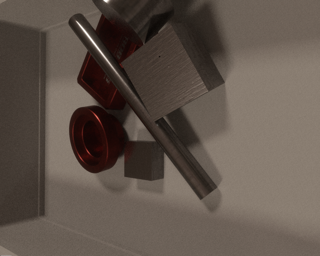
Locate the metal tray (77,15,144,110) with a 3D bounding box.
[{"bbox_3d":[-0.067,-0.103,0.456,0.090,0.030,0.129,41,115,32],"label":"metal tray"}]

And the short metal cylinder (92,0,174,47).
[{"bbox_3d":[-0.031,-0.137,0.346,0.050,0.080,0.080,-48,58,-1],"label":"short metal cylinder"}]

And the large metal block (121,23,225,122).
[{"bbox_3d":[0.015,-0.065,0.362,0.080,0.050,0.080,-29,91,36],"label":"large metal block"}]

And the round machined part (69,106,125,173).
[{"bbox_3d":[-0.090,0.015,0.460,0.098,0.042,0.097,14,110,42],"label":"round machined part"}]

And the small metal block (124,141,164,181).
[{"bbox_3d":[-0.022,0.043,0.423,0.050,0.025,0.050,0,90,39],"label":"small metal block"}]

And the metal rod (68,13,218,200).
[{"bbox_3d":[-0.031,-0.038,0.399,0.025,0.025,0.300,-47,72,30],"label":"metal rod"}]
